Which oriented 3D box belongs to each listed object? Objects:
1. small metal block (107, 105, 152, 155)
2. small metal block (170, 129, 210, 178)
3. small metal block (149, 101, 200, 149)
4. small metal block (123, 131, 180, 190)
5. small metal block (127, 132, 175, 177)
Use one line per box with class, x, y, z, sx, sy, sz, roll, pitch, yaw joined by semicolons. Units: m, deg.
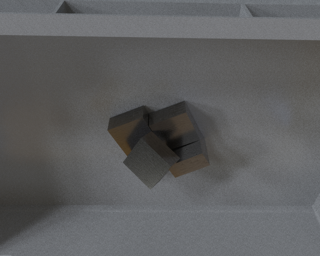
small metal block;-0.033;0.004;0.410;0.050;0.025;0.050;-20;128;15
small metal block;0.036;0.033;0.419;0.050;0.050;0.025;-23;127;17
small metal block;0.019;-0.002;0.406;0.050;0.025;0.050;-20;128;15
small metal block;-0.011;0.041;0.393;0.050;0.025;0.050;43;124;9
small metal block;-0.012;0.039;0.440;0.050;0.025;0.050;-20;128;15
